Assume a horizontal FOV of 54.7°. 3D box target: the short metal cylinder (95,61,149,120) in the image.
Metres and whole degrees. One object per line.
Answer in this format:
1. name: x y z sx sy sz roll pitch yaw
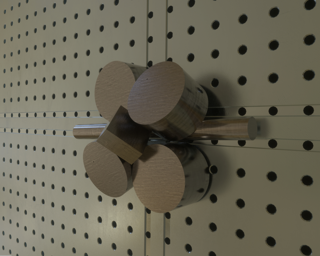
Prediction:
1. short metal cylinder: -0.044 -0.048 0.424 0.080 0.050 0.079 0 90 40

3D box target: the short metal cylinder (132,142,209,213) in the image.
1. short metal cylinder: 0.012 0.058 0.378 0.080 0.050 0.079 0 90 40

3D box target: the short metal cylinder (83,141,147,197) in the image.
1. short metal cylinder: -0.058 0.046 0.420 0.080 0.050 0.079 17 120 32

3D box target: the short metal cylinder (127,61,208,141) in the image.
1. short metal cylinder: 0.009 -0.031 0.364 0.080 0.050 0.080 -20 55 31

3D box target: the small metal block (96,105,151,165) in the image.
1. small metal block: -0.041 0.008 0.376 0.050 0.050 0.025 36 128 -12

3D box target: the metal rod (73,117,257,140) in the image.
1. metal rod: -0.019 0.004 0.419 0.300 0.025 0.025 -1 89 40
